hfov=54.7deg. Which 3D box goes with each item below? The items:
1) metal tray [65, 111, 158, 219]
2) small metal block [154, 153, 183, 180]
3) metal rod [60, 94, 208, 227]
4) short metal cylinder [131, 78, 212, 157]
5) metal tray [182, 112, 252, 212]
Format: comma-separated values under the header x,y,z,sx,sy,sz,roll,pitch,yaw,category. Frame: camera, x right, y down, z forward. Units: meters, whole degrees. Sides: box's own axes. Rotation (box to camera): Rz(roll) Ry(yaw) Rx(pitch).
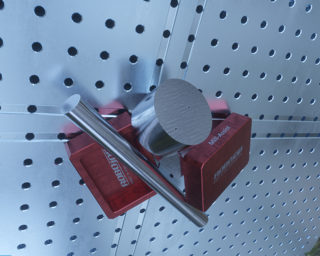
x,y,z,sx,sy,sz,roll,pitch,yaw,category
-0.053,0.053,0.406,0.090,0.030,0.129,-28,128,-11,metal tray
0.010,0.035,0.417,0.025,0.050,0.050,-42,130,0,small metal block
-0.011,0.062,0.400,0.025,0.025,0.300,-42,130,0,metal rod
0.014,-0.011,0.364,0.081,0.080,0.050,8,156,-32,short metal cylinder
0.086,0.046,0.446,0.131,0.030,0.089,-37,134,-36,metal tray
